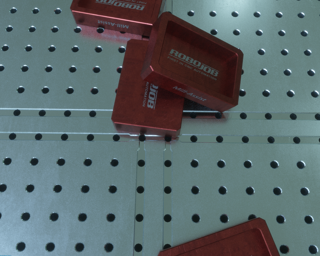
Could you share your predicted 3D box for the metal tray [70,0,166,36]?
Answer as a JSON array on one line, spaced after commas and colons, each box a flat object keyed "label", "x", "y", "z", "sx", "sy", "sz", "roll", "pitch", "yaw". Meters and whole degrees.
[{"label": "metal tray", "x": -0.061, "y": -0.197, "z": 0.480, "sx": 0.131, "sy": 0.030, "sz": 0.090, "roll": 11, "pitch": 70, "yaw": 3}]

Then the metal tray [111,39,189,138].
[{"label": "metal tray", "x": -0.010, "y": -0.057, "z": 0.430, "sx": 0.091, "sy": 0.030, "sz": 0.130, "roll": 8, "pitch": 70, "yaw": 2}]

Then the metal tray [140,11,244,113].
[{"label": "metal tray", "x": 0.047, "y": -0.084, "z": 0.410, "sx": 0.131, "sy": 0.030, "sz": 0.090, "roll": 20, "pitch": 67, "yaw": -21}]

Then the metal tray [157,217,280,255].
[{"label": "metal tray", "x": 0.071, "y": 0.165, "z": 0.349, "sx": 0.131, "sy": 0.030, "sz": 0.090, "roll": -17, "pitch": 71, "yaw": -7}]
